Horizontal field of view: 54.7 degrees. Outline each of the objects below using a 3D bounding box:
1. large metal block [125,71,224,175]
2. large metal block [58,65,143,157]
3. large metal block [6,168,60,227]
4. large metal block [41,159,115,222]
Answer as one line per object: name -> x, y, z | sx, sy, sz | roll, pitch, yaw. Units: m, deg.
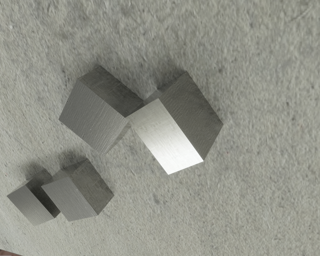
large metal block -> 0.020, -0.008, 0.355 | 0.050, 0.080, 0.080 | -28, 103, 37
large metal block -> -0.078, -0.022, 0.416 | 0.080, 0.050, 0.080 | 40, 129, 1
large metal block -> -0.230, 0.134, 0.592 | 0.080, 0.050, 0.080 | -28, 103, 37
large metal block -> -0.140, 0.108, 0.528 | 0.080, 0.050, 0.080 | -22, 107, 36
